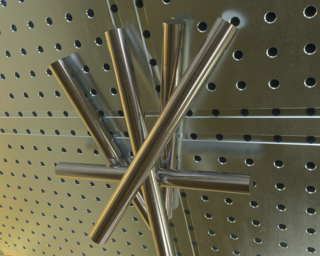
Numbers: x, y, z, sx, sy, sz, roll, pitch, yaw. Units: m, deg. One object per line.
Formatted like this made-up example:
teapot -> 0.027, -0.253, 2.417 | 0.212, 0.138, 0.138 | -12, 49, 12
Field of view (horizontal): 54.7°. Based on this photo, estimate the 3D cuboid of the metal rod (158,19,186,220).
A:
metal rod -> 0.011, 0.012, 0.411 | 0.025, 0.025, 0.298 | 15, 125, 19

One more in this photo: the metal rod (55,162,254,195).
metal rod -> -0.027, 0.067, 0.431 | 0.300, 0.025, 0.025 | 0, 118, 27

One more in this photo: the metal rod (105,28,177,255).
metal rod -> -0.022, 0.029, 0.388 | 0.025, 0.025, 0.298 | -8, 99, 31

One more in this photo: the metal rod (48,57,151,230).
metal rod -> -0.075, 0.034, 0.469 | 0.025, 0.025, 0.299 | -16, 110, 34

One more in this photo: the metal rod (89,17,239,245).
metal rod -> -0.005, 0.017, 0.354 | 0.025, 0.025, 0.298 | 33, 107, 6
